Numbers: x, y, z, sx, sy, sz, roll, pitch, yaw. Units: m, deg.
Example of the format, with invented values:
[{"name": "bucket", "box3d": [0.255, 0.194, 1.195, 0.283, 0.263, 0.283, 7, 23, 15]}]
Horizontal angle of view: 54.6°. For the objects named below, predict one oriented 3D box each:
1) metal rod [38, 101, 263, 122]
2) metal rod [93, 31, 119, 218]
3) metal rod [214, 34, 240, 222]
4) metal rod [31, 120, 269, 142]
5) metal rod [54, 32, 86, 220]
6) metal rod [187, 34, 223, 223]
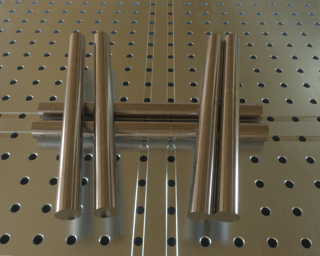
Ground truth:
[{"name": "metal rod", "box3d": [-0.013, -0.023, 0.428, 0.302, 0.025, 0.025, 1, 50, 0]}, {"name": "metal rod", "box3d": [-0.073, -0.030, 0.401, 0.025, 0.025, 0.300, -6, 50, -5]}, {"name": "metal rod", "box3d": [0.090, -0.026, 0.399, 0.025, 0.025, 0.300, 7, 50, 6]}, {"name": "metal rod", "box3d": [-0.013, 0.004, 0.406, 0.302, 0.025, 0.025, 1, 50, 0]}, {"name": "metal rod", "box3d": [-0.111, -0.028, 0.399, 0.025, 0.025, 0.300, -6, 50, -5]}, {"name": "metal rod", "box3d": [0.064, -0.026, 0.398, 0.025, 0.025, 0.300, 7, 50, 6]}]
